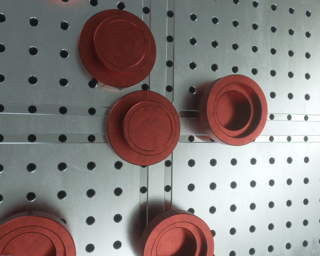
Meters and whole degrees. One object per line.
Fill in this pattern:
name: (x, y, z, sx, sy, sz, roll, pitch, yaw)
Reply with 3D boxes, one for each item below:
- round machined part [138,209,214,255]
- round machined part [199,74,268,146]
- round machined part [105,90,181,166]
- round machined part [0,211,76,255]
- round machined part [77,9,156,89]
round machined part: (0.018, 0.156, 0.410, 0.099, 0.042, 0.097, 0, 90, -20)
round machined part: (0.099, -0.024, 0.440, 0.099, 0.042, 0.097, 0, 90, -20)
round machined part: (-0.018, 0.000, 0.397, 0.099, 0.042, 0.097, 0, 90, -20)
round machined part: (-0.147, 0.142, 0.350, 0.099, 0.042, 0.097, 0, 90, -20)
round machined part: (-0.051, -0.099, 0.385, 0.099, 0.042, 0.097, 0, 90, -20)
